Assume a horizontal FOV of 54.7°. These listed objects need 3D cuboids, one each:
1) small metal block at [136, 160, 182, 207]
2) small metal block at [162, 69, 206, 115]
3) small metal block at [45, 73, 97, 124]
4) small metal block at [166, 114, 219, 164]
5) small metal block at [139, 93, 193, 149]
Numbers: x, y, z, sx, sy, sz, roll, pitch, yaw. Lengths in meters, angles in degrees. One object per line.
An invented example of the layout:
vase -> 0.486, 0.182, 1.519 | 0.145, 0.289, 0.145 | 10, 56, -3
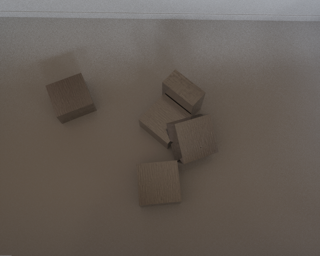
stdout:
small metal block -> -0.002, 0.069, 0.384 | 0.050, 0.025, 0.050 | -5, 70, -2
small metal block -> 0.030, -0.043, 0.412 | 0.050, 0.050, 0.025 | 40, 75, 13
small metal block -> -0.121, -0.041, 0.423 | 0.050, 0.025, 0.050 | -22, 72, -8
small metal block -> 0.041, 0.012, 0.388 | 0.050, 0.025, 0.050 | -16, 98, -22
small metal block -> 0.008, -0.009, 0.413 | 0.050, 0.025, 0.050 | 40, 75, 13
